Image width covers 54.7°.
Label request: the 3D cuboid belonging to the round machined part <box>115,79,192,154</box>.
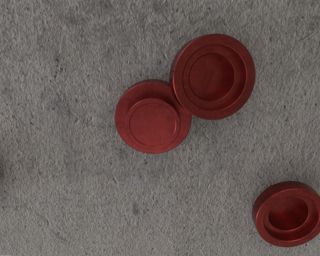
[{"bbox_3d":[-0.009,-0.010,0.397,0.099,0.042,0.097,0,110,0],"label":"round machined part"}]

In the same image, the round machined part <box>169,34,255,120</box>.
[{"bbox_3d":[0.059,-0.061,0.372,0.099,0.042,0.097,-3,104,-10],"label":"round machined part"}]

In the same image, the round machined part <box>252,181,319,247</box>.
[{"bbox_3d":[0.181,0.118,0.446,0.099,0.042,0.097,0,110,0],"label":"round machined part"}]
